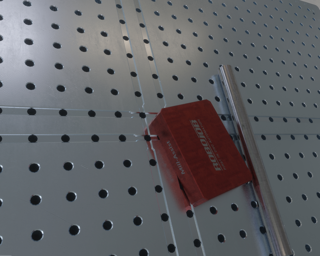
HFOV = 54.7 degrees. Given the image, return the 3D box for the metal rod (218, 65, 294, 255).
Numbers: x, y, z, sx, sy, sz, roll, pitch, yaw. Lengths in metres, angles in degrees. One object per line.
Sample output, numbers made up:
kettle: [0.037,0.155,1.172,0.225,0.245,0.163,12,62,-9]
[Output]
metal rod: [0.134,0.031,0.461,0.025,0.025,0.299,5,60,-26]

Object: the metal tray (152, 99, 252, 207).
metal tray: [0.056,0.028,0.418,0.091,0.030,0.130,-14,69,-34]
